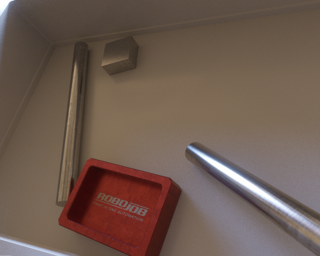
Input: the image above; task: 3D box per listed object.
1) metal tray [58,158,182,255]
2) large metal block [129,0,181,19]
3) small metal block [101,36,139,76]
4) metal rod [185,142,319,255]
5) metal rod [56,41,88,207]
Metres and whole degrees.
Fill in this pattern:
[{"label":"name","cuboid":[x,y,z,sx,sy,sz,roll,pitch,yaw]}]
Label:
[{"label":"metal tray","cuboid":[-0.050,0.093,0.369,0.130,0.030,0.090,9,66,31]},{"label":"large metal block","cuboid":[-0.020,-0.242,0.531,0.080,0.080,0.050,31,79,37]},{"label":"small metal block","cuboid":[-0.065,-0.119,0.511,0.050,0.025,0.050,-10,57,22]},{"label":"metal rod","cuboid":[0.096,0.065,0.234,0.025,0.025,0.300,-47,26,-5]},{"label":"metal rod","cuboid":[-0.134,-0.025,0.489,0.025,0.025,0.299,-17,55,18]}]
